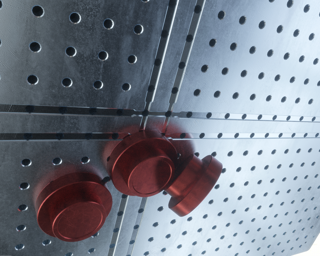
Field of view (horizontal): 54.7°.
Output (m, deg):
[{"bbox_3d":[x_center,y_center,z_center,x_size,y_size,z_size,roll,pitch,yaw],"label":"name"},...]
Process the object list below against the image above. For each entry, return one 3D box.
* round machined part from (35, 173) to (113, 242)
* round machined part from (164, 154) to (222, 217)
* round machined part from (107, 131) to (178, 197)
[{"bbox_3d":[-0.110,0.111,0.410,0.099,0.042,0.097,-14,125,-21],"label":"round machined part"},{"bbox_3d":[0.042,0.076,0.449,0.042,0.098,0.098,40,97,-1],"label":"round machined part"},{"bbox_3d":[-0.019,0.056,0.426,0.099,0.042,0.097,-14,124,-21],"label":"round machined part"}]
